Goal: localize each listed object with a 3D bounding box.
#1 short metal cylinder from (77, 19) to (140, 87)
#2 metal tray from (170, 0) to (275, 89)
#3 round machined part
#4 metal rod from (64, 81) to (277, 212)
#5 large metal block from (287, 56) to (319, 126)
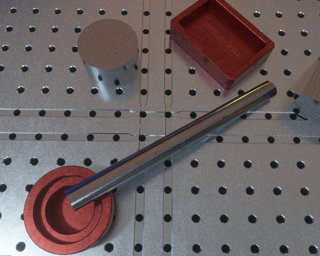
[{"bbox_3d":[-0.070,-0.105,0.436,0.081,0.050,0.080,0,70,0],"label":"short metal cylinder"},{"bbox_3d":[0.089,-0.131,0.458,0.090,0.030,0.130,-39,75,-13],"label":"metal tray"},{"bbox_3d":[-0.103,0.097,0.366,0.099,0.042,0.098,0,70,-1],"label":"round machined part"},{"bbox_3d":[0.029,0.012,0.382,0.302,0.025,0.025,-28,72,-20],"label":"metal rod"},{"bbox_3d":[0.235,-0.047,0.419,0.080,0.050,0.080,31,73,10],"label":"large metal block"}]
